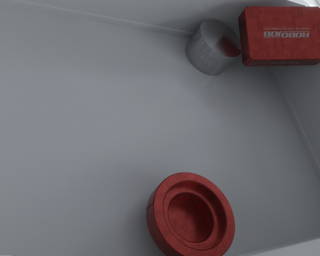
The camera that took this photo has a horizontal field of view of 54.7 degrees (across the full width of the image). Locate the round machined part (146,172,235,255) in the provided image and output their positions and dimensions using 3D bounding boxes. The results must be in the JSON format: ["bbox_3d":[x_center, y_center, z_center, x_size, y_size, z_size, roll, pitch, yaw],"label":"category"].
[{"bbox_3d":[0.030,0.102,0.346,0.099,0.042,0.098,15,50,-18],"label":"round machined part"}]

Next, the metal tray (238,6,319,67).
[{"bbox_3d":[0.199,-0.149,0.504,0.131,0.030,0.090,-3,82,-7],"label":"metal tray"}]

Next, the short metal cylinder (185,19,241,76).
[{"bbox_3d":[0.090,-0.135,0.523,0.081,0.050,0.080,14,56,-21],"label":"short metal cylinder"}]
